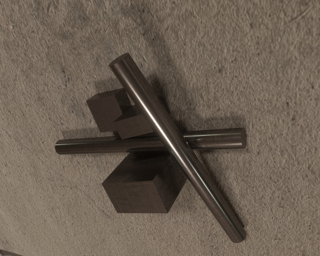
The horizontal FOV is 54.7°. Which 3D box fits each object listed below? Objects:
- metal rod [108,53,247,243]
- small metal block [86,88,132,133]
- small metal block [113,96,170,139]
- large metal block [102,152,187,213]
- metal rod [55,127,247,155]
[{"bbox_3d":[0.034,0.041,0.382,0.025,0.025,0.299,-17,120,34],"label":"metal rod"},{"bbox_3d":[-0.066,-0.024,0.425,0.050,0.025,0.050,-7,115,31],"label":"small metal block"},{"bbox_3d":[-0.023,-0.013,0.393,0.050,0.050,0.025,-14,111,33],"label":"small metal block"},{"bbox_3d":[-0.017,0.069,0.422,0.080,0.080,0.050,-10,114,32],"label":"large metal block"},{"bbox_3d":[-0.032,0.022,0.435,0.300,0.025,0.025,-4,116,29],"label":"metal rod"}]
